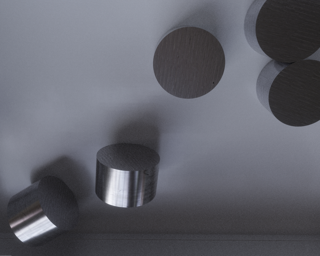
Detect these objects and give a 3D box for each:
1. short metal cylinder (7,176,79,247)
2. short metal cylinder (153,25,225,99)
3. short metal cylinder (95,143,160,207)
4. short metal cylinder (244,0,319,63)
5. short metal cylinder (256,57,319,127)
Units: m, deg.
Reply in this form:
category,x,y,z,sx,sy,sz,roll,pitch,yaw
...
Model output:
category,x,y,z,sx,sy,sz,roll,pitch,yaw
short metal cylinder,-0.156,0.112,0.422,0.050,0.080,0.080,-30,108,10
short metal cylinder,0.033,-0.080,0.369,0.081,0.050,0.079,0,110,0
short metal cylinder,-0.042,0.059,0.403,0.081,0.080,0.050,6,110,-2
short metal cylinder,0.143,-0.119,0.355,0.081,0.050,0.079,0,110,0
short metal cylinder,0.166,-0.048,0.382,0.081,0.050,0.079,0,110,0
